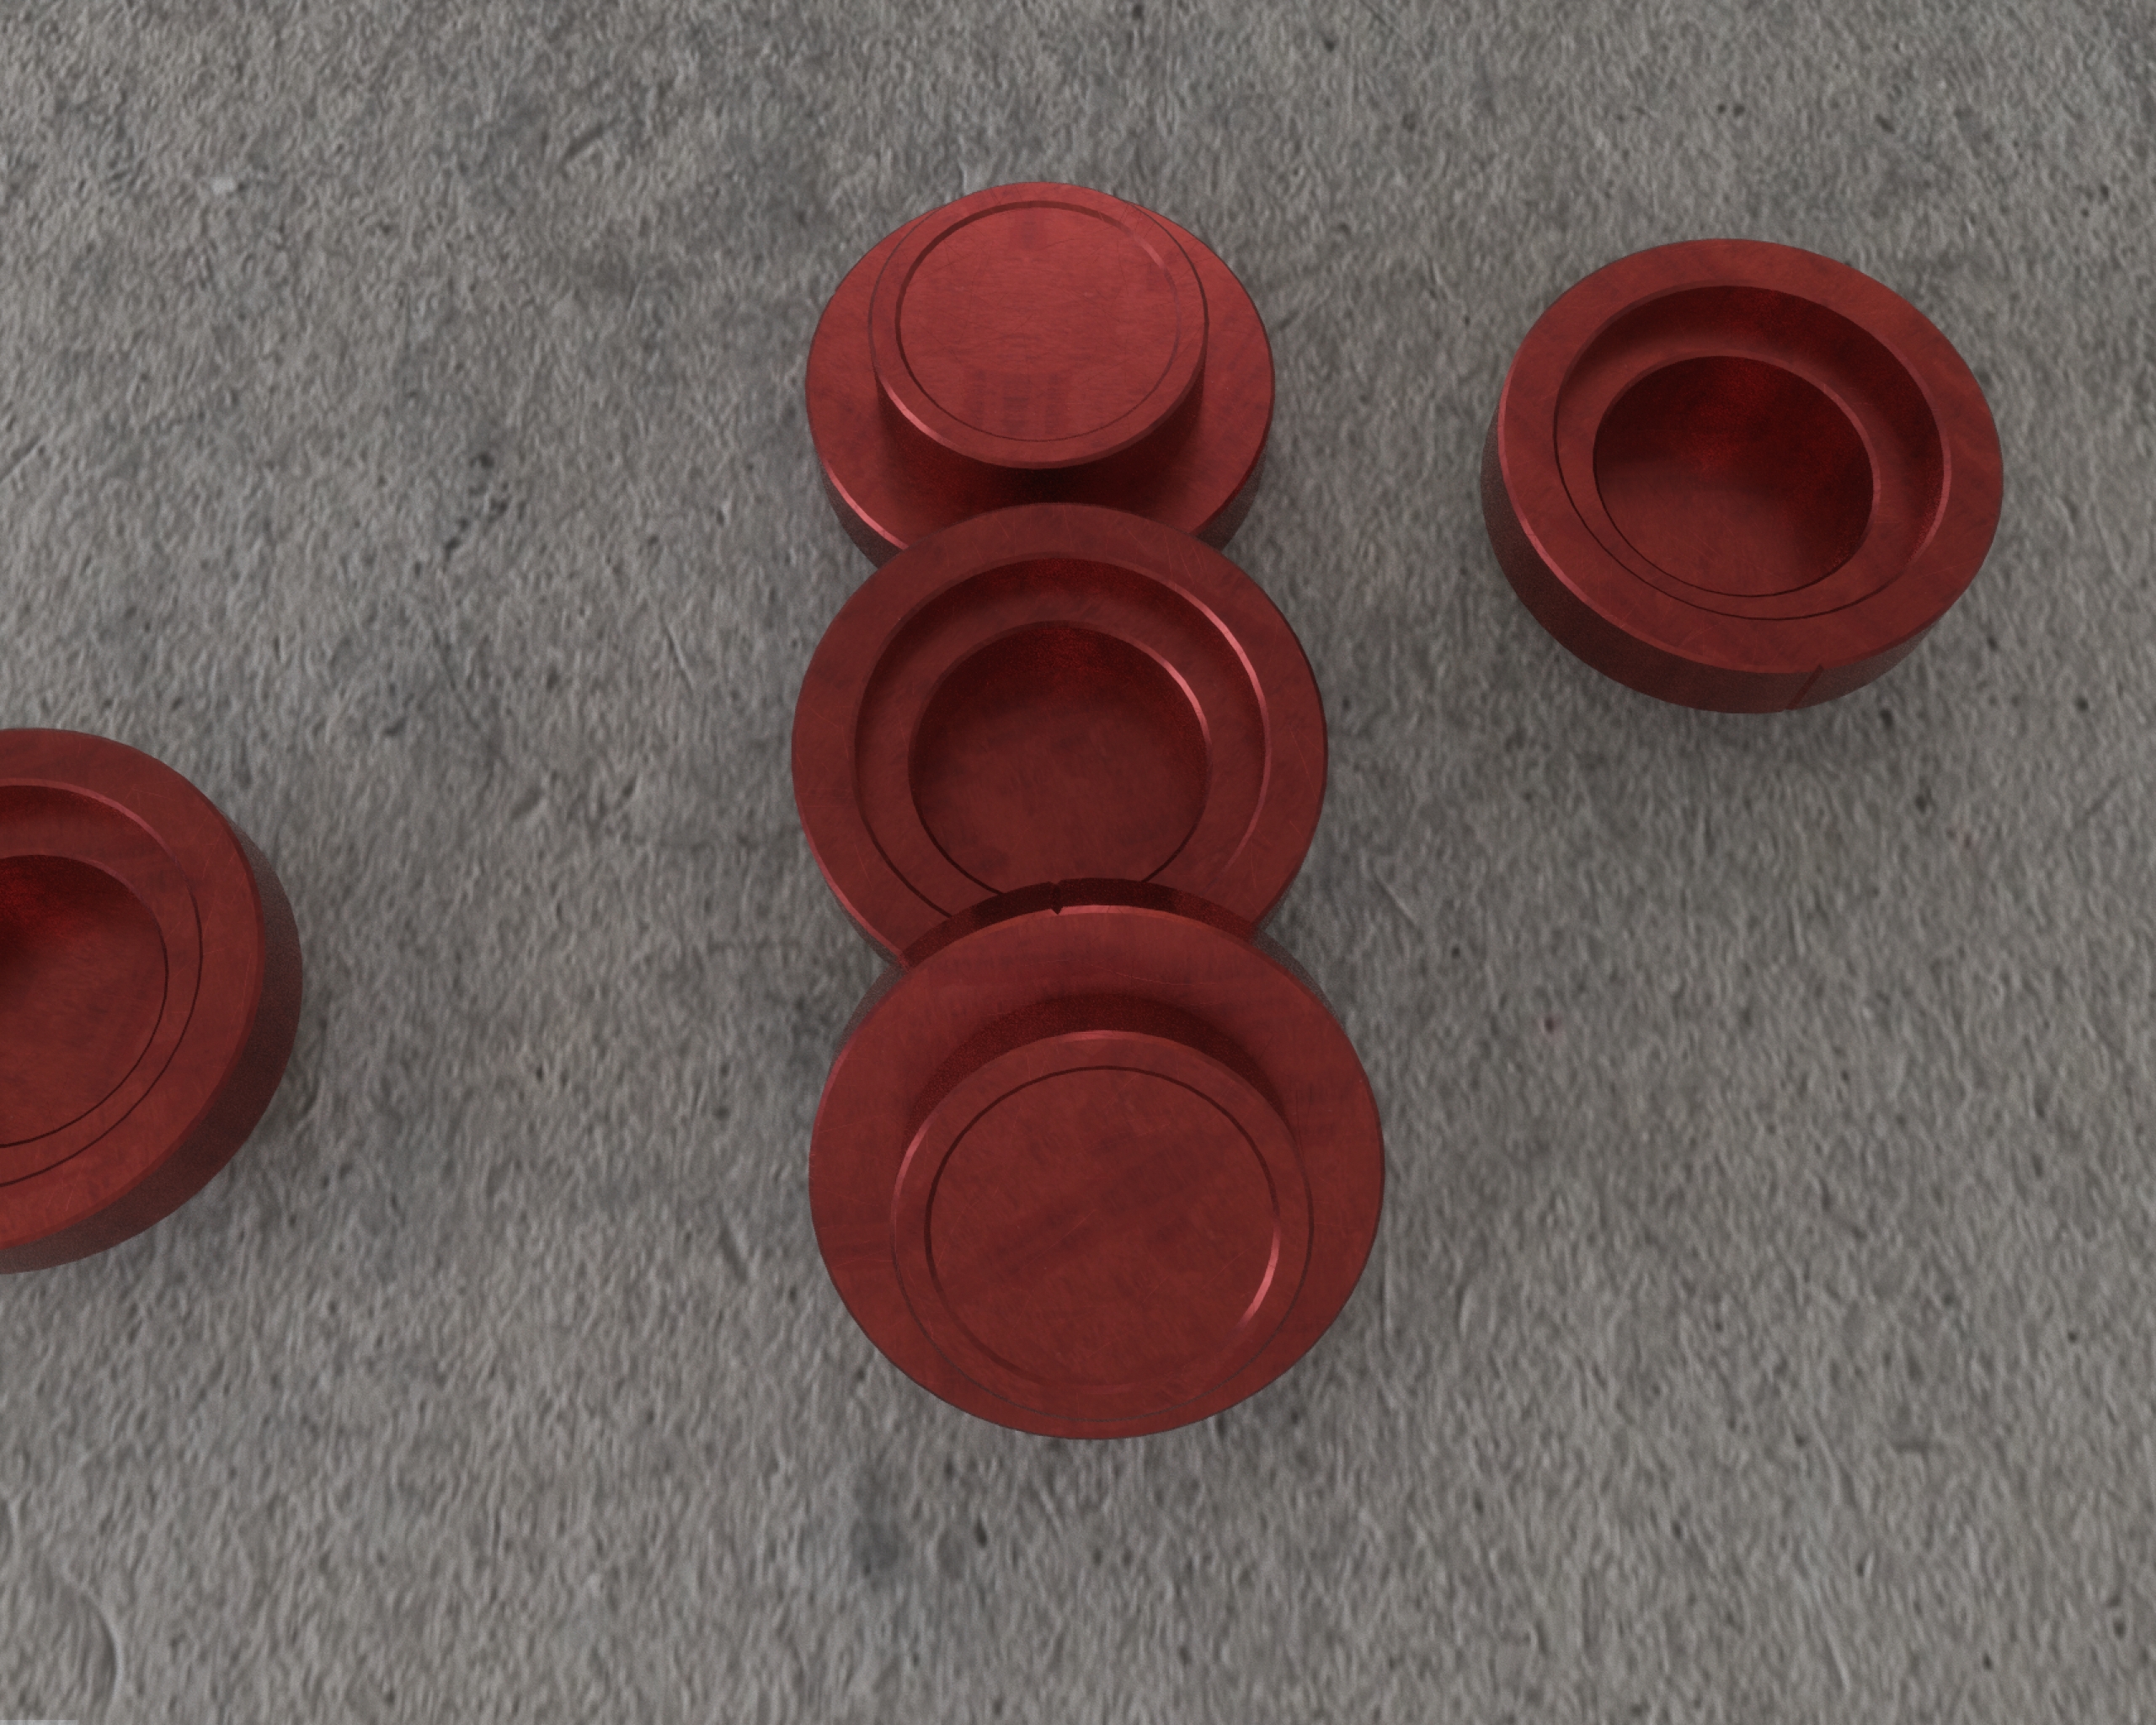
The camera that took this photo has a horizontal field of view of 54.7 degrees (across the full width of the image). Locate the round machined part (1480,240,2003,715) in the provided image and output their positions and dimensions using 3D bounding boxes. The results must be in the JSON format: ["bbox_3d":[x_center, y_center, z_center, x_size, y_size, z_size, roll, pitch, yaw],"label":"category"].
[{"bbox_3d":[0.132,-0.074,0.427,0.099,0.042,0.098,0,70,0],"label":"round machined part"}]

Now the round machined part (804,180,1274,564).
[{"bbox_3d":[-0.008,-0.102,0.436,0.099,0.042,0.098,0,70,0],"label":"round machined part"}]

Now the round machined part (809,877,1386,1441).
[{"bbox_3d":[0.003,0.055,0.355,0.099,0.042,0.097,0,103,-2],"label":"round machined part"}]

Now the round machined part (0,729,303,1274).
[{"bbox_3d":[-0.193,0.028,0.388,0.099,0.042,0.098,0,70,0],"label":"round machined part"}]

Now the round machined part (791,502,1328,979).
[{"bbox_3d":[-0.003,-0.016,0.402,0.099,0.042,0.098,0,74,-1],"label":"round machined part"}]
